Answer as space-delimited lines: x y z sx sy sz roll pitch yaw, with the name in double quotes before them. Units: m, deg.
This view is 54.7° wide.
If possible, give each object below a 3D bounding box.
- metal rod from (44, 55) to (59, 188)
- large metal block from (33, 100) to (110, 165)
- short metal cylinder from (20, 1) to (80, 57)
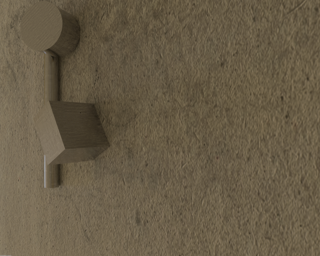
"metal rod" -0.197 -0.042 0.564 0.025 0.025 0.298 0 90 39
"large metal block" -0.136 0.007 0.478 0.050 0.081 0.080 -38 67 33
"short metal cylinder" -0.183 -0.163 0.519 0.080 0.050 0.079 0 90 18
